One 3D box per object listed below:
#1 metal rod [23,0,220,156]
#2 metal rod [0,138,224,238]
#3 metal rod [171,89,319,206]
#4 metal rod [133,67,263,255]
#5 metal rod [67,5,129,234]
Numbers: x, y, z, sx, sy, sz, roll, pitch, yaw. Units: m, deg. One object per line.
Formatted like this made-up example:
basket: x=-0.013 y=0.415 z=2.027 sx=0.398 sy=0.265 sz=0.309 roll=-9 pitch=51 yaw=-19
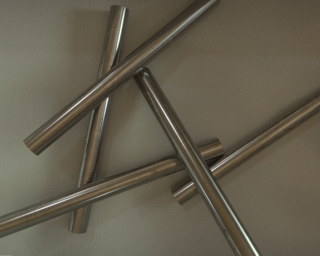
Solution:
metal rod: x=-0.041 y=-0.074 z=0.390 sx=0.301 sy=0.025 sz=0.025 roll=-41 pitch=90 yaw=-8
metal rod: x=-0.062 y=0.073 z=0.390 sx=0.302 sy=0.025 sz=0.025 roll=-19 pitch=90 yaw=-9
metal rod: x=0.146 y=0.009 z=0.412 sx=0.301 sy=0.025 sz=0.025 roll=-34 pitch=90 yaw=0
metal rod: x=0.045 y=0.050 z=0.362 sx=0.025 sy=0.025 sz=0.299 roll=-30 pitch=70 yaw=0
metal rod: x=-0.081 y=-0.011 z=0.410 sx=0.025 sy=0.025 sz=0.298 roll=11 pitch=90 yaw=0
